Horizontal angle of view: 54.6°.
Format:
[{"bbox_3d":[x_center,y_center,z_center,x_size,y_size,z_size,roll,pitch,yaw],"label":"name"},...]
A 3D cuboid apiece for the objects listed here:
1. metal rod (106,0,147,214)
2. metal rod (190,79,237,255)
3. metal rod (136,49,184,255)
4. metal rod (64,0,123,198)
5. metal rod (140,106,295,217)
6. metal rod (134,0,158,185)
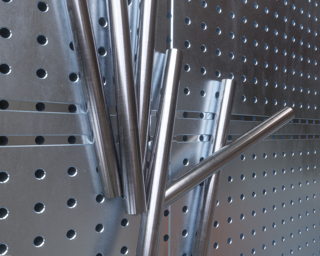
[{"bbox_3d":[-0.041,-0.053,0.357,0.025,0.025,0.298,-4,88,-40],"label":"metal rod"},{"bbox_3d":[0.081,0.070,0.475,0.025,0.025,0.299,19,78,-38],"label":"metal rod"},{"bbox_3d":[0.000,0.040,0.385,0.025,0.025,0.299,20,70,-38],"label":"metal rod"},{"bbox_3d":[-0.078,-0.068,0.342,0.025,0.025,0.298,-16,100,-39],"label":"metal rod"},{"bbox_3d":[0.097,0.041,0.456,0.302,0.025,0.025,-29,109,-26],"label":"metal rod"},{"bbox_3d":[-0.021,-0.071,0.390,0.025,0.025,0.299,6,86,-40],"label":"metal rod"}]
